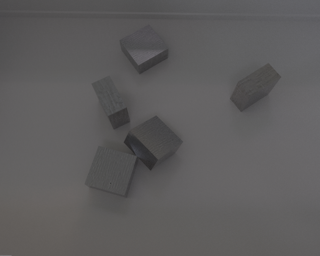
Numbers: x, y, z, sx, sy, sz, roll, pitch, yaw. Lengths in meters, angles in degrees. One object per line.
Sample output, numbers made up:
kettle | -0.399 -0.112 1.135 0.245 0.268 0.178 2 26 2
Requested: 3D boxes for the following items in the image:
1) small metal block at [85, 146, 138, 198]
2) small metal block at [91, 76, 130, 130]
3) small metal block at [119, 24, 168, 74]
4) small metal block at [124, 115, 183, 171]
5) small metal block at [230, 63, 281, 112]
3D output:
small metal block | -0.059 0.055 0.389 0.050 0.025 0.050 15 71 5
small metal block | -0.064 -0.032 0.408 0.025 0.050 0.050 -26 72 -9
small metal block | -0.023 -0.115 0.451 0.050 0.025 0.050 -32 73 -11
small metal block | -0.008 0.018 0.391 0.050 0.025 0.050 45 46 14
small metal block | 0.127 -0.053 0.417 0.050 0.050 0.025 -32 73 -11
